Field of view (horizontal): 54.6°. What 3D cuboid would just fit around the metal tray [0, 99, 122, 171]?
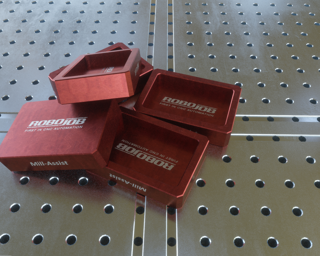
[{"bbox_3d":[-0.120,0.005,0.377,0.130,0.030,0.090,-4,49,15],"label":"metal tray"}]

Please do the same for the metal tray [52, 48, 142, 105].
[{"bbox_3d":[-0.075,-0.073,0.410,0.090,0.030,0.130,-6,26,5],"label":"metal tray"}]

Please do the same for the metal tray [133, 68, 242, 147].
[{"bbox_3d":[0.039,-0.032,0.430,0.130,0.030,0.090,14,52,11],"label":"metal tray"}]

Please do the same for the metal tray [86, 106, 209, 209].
[{"bbox_3d":[-0.017,0.031,0.377,0.130,0.030,0.090,20,53,16],"label":"metal tray"}]

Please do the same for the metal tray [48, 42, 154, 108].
[{"bbox_3d":[-0.085,-0.074,0.465,0.131,0.030,0.090,-32,56,-24],"label":"metal tray"}]
